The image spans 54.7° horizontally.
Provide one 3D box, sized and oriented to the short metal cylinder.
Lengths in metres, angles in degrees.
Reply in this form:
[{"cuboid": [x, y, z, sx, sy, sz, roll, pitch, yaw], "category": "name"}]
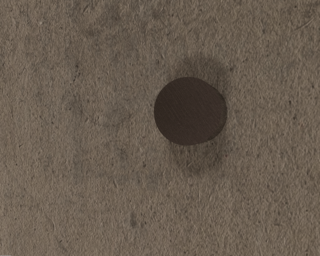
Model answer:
[{"cuboid": [0.039, -0.019, 0.381, 0.080, 0.050, 0.079, 0, 90, 19], "category": "short metal cylinder"}]
